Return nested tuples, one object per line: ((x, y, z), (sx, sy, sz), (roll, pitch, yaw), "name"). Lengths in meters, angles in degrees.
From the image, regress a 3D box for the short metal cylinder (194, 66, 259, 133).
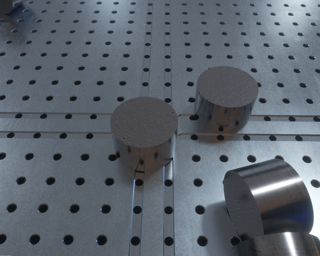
((0.089, -0.040, 0.426), (0.081, 0.050, 0.080), (0, 50, 0), "short metal cylinder")

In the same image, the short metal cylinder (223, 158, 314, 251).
((0.104, 0.075, 0.310), (0.050, 0.080, 0.080), (-13, 51, -11), "short metal cylinder")

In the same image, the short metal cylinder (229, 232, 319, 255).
((0.104, 0.129, 0.265), (0.081, 0.080, 0.050), (-2, 50, -2), "short metal cylinder")

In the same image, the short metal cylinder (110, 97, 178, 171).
((-0.019, 0.007, 0.386), (0.081, 0.050, 0.080), (0, 50, 0), "short metal cylinder")

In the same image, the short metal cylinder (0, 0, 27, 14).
((-0.302, -0.268, 0.594), (0.080, 0.080, 0.050), (17, 52, 14), "short metal cylinder")
